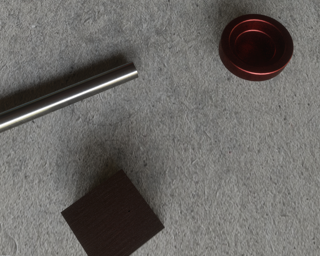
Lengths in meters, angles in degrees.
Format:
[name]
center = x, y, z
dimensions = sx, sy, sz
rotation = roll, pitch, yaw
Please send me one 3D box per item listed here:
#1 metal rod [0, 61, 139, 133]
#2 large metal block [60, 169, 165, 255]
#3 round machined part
[metal rod]
center = -0.172, -0.023, 0.415
dimensions = 0.302, 0.025, 0.025
rotation = -24, 72, -9
[large metal block]
center = -0.051, 0.107, 0.355
dimensions = 0.080, 0.050, 0.080
rotation = -35, 74, -12
[round machined part]
center = 0.132, -0.109, 0.440
dimensions = 0.099, 0.042, 0.098
rotation = 0, 70, 0
